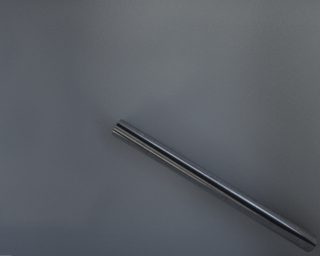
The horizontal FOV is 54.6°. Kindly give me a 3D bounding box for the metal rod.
[{"bbox_3d":[0.071,0.076,0.411,0.301,0.025,0.025,31,90,0],"label":"metal rod"}]
